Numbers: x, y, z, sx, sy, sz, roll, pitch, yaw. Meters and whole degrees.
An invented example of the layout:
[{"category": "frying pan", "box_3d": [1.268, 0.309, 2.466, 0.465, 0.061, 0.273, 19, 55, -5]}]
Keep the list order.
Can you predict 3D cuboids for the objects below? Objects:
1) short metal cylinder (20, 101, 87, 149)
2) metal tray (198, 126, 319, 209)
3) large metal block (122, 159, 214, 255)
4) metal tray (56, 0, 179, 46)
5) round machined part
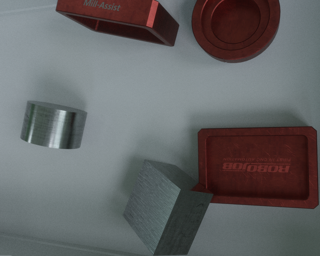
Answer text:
[{"category": "short metal cylinder", "box_3d": [-0.147, -0.005, 0.431, 0.080, 0.080, 0.050, 14, 95, 19]}, {"category": "metal tray", "box_3d": [0.113, 0.044, 0.367, 0.130, 0.030, 0.089, -1, 90, 19]}, {"category": "large metal block", "box_3d": [0.006, 0.094, 0.374, 0.080, 0.050, 0.080, 32, 103, 53]}, {"category": "metal tray", "box_3d": [-0.051, -0.139, 0.392, 0.130, 0.090, 0.030, 16, 96, 19]}, {"category": "round machined part", "box_3d": [0.091, -0.126, 0.369, 0.098, 0.042, 0.097, 0, 90, 19]}]
